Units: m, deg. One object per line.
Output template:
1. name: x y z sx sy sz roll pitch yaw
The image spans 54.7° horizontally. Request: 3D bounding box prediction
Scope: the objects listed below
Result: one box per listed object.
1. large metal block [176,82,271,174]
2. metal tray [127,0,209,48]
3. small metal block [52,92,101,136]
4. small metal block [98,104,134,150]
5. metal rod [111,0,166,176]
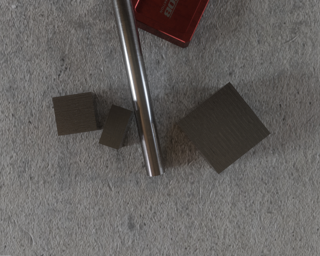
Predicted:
1. large metal block: 0.077 0.000 0.399 0.080 0.050 0.080 -38 91 0
2. metal tray: 0.022 -0.184 0.407 0.090 0.030 0.129 25 90 -1
3. small metal block: -0.109 -0.018 0.409 0.050 0.025 0.050 -9 90 -1
4. small metal block: -0.054 -0.001 0.397 0.025 0.050 0.050 19 90 0
5. metal rod: -0.033 -0.085 0.387 0.025 0.025 0.298 -11 99 0
